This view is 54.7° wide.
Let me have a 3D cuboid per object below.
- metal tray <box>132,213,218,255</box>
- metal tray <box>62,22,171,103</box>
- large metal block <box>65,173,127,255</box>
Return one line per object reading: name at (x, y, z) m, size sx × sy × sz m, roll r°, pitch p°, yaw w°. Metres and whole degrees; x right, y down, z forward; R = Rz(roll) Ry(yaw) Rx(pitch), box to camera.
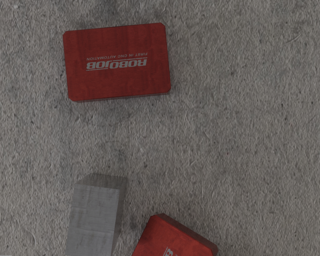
metal tray at (0.005, 0.187, 0.390) m, size 0.090 × 0.030 × 0.129 m, roll 25°, pitch 90°, yaw 24°
metal tray at (-0.055, -0.084, 0.407) m, size 0.131 × 0.030 × 0.089 m, roll -5°, pitch 90°, yaw 0°
large metal block at (-0.075, 0.104, 0.382) m, size 0.050 × 0.080 × 0.080 m, roll 8°, pitch 90°, yaw 0°
